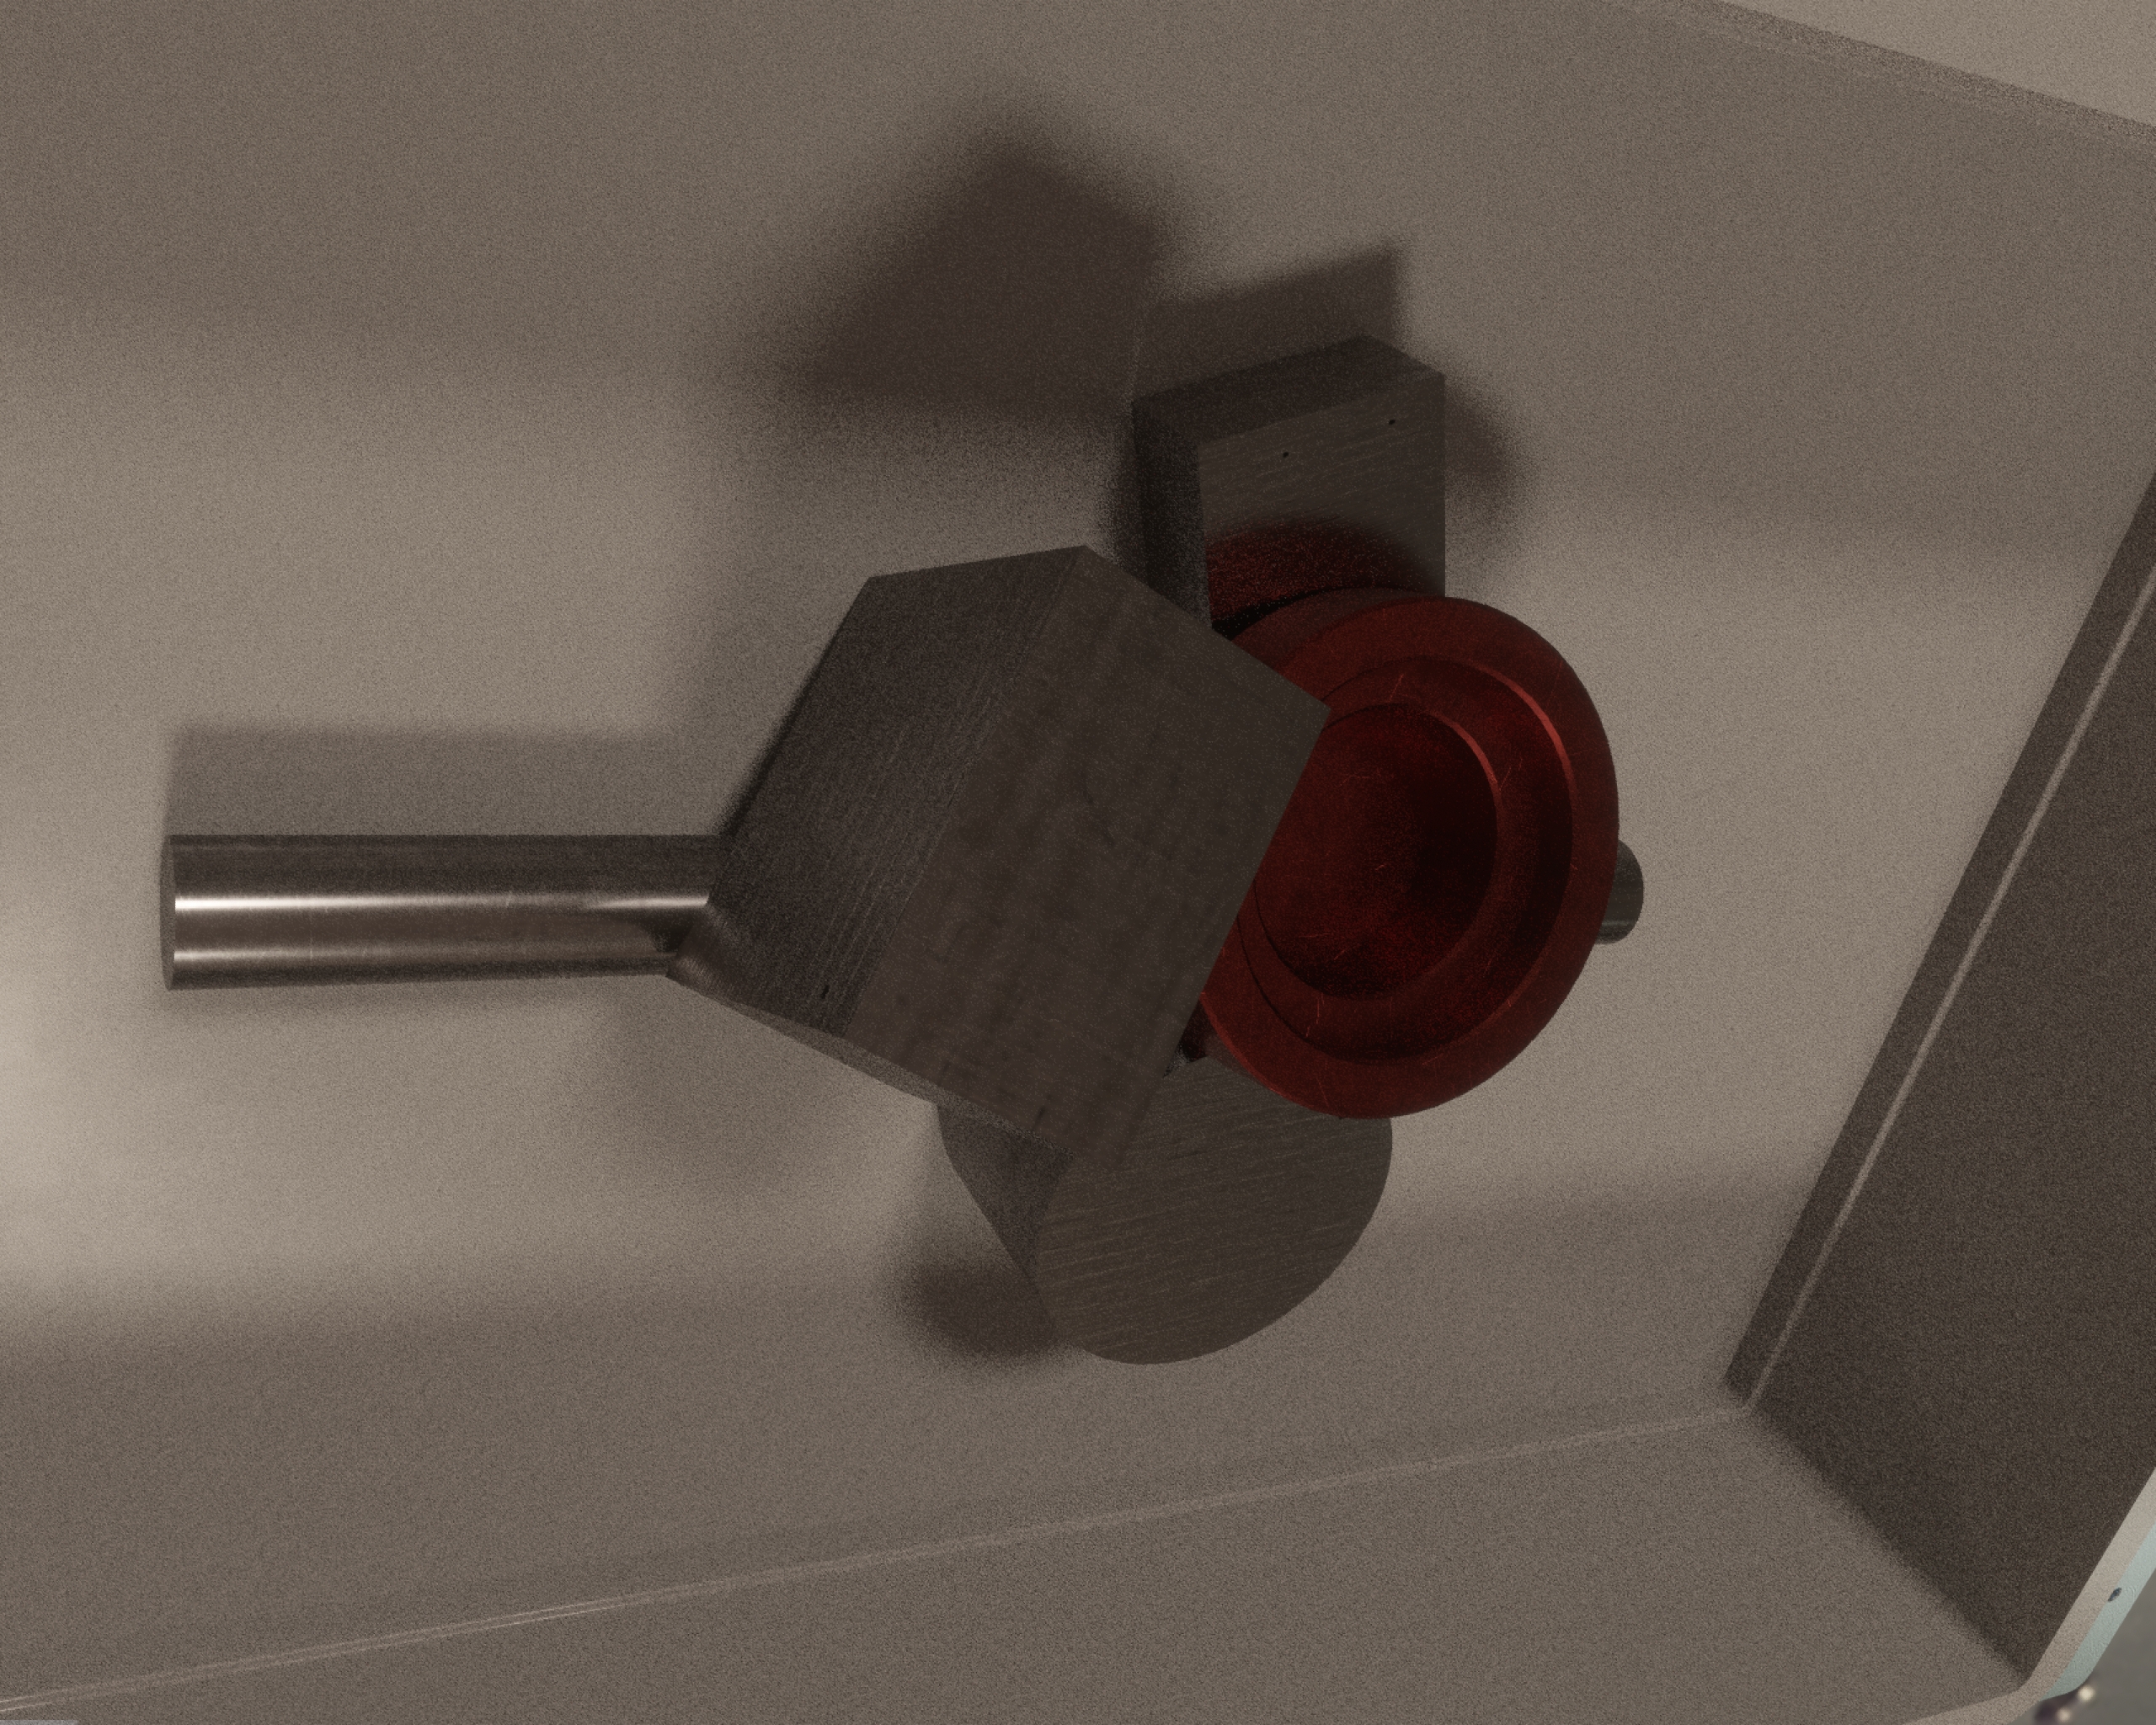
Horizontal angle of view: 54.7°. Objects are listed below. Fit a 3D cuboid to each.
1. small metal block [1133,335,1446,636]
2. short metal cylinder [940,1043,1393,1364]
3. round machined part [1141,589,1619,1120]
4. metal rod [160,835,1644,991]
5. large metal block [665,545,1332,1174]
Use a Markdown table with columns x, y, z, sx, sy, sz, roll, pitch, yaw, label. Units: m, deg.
| x | y | z | sx | sy | sz | roll | pitch | yaw | label |
| --- | --- | --- | --- | --- | --- | --- | --- | --- | --- |
| 0.041 | -0.065 | 0.391 | 0.050 | 0.025 | 0.050 | -19 | 126 | -17 | small metal block |
| 0.018 | 0.057 | 0.436 | 0.081 | 0.050 | 0.079 | -14 | 125 | -21 | short metal cylinder |
| 0.052 | -0.004 | 0.399 | 0.099 | 0.042 | 0.097 | -7 | 104 | -27 | round machined part |
| -0.012 | 0.007 | 0.404 | 0.303 | 0.025 | 0.025 | 0 | 119 | -29 | metal rod |
| -0.016 | -0.002 | 0.344 | 0.050 | 0.080 | 0.080 | 30 | 79 | -27 | large metal block |
